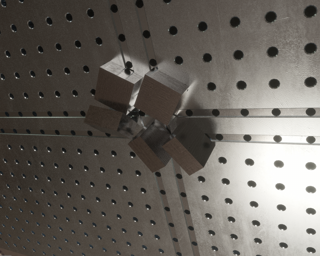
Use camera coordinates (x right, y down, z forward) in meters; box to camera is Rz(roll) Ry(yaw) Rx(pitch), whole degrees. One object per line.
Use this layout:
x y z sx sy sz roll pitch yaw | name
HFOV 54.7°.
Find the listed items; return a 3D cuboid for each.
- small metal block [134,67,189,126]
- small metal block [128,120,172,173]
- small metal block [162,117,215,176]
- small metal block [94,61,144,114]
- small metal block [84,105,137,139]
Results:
0.001 -0.039 0.385 0.050 0.025 0.050 30 128 8 | small metal block
-0.007 0.022 0.411 0.025 0.050 0.050 -33 100 38 | small metal block
0.037 0.023 0.388 0.050 0.050 0.025 47 129 -5 | small metal block
-0.055 -0.052 0.406 0.050 0.025 0.050 27 128 10 | small metal block
-0.066 -0.007 0.422 0.050 0.050 0.025 14 80 20 | small metal block
